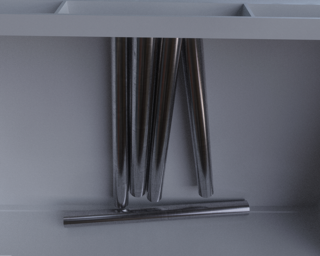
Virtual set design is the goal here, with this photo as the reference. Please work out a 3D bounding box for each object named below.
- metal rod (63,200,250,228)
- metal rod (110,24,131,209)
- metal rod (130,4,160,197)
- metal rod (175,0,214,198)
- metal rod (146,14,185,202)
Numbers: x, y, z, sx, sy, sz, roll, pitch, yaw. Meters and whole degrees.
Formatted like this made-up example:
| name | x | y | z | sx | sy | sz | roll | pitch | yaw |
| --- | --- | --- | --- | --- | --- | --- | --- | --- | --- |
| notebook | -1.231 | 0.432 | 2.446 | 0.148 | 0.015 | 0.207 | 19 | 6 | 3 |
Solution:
| name | x | y | z | sx | sy | sz | roll | pitch | yaw |
| --- | --- | --- | --- | --- | --- | --- | --- | --- | --- |
| metal rod | -0.003 | 0.142 | 0.513 | 0.302 | 0.025 | 0.025 | -3 | 130 | -5 |
| metal rod | -0.052 | 0.010 | 0.416 | 0.025 | 0.025 | 0.298 | 4 | 130 | -3 |
| metal rod | -0.024 | -0.003 | 0.387 | 0.025 | 0.025 | 0.298 | 3 | 136 | -3 |
| metal rod | 0.050 | -0.011 | 0.400 | 0.025 | 0.025 | 0.298 | -7 | 130 | 6 |
| metal rod | 0.001 | 0.003 | 0.399 | 0.025 | 0.025 | 0.298 | 3 | 134 | -3 |
